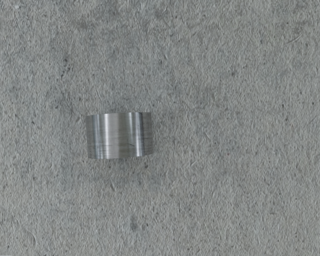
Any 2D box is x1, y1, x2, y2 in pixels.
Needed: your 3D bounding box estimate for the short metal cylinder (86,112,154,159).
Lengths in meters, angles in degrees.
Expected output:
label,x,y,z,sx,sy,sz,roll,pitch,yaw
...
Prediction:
label,x,y,z,sx,sy,sz,roll,pitch,yaw
short metal cylinder,-0.049,0.008,0.382,0.080,0.080,0.050,-4,90,0
